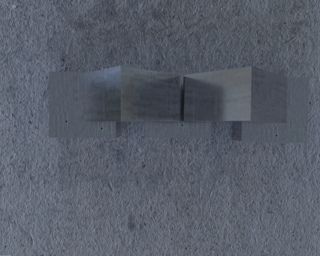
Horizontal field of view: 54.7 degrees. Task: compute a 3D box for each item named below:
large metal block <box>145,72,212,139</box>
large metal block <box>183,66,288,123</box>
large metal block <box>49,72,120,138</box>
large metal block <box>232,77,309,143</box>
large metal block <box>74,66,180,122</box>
[{"bbox_3d":[0.022,-0.028,0.399,0.081,0.050,0.079,1,90,-1],"label":"large metal block"},{"bbox_3d":[0.082,-0.031,0.337,0.080,0.081,0.050,1,90,44],"label":"large metal block"},{"bbox_3d":[-0.093,-0.028,0.398,0.081,0.050,0.079,0,90,-1],"label":"large metal block"},{"bbox_3d":[0.140,-0.022,0.401,0.081,0.050,0.079,2,90,-1],"label":"large metal block"},{"bbox_3d":[-0.035,-0.032,0.333,0.081,0.080,0.050,-1,91,-46],"label":"large metal block"}]
